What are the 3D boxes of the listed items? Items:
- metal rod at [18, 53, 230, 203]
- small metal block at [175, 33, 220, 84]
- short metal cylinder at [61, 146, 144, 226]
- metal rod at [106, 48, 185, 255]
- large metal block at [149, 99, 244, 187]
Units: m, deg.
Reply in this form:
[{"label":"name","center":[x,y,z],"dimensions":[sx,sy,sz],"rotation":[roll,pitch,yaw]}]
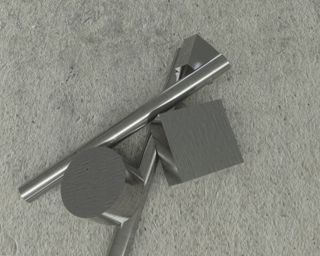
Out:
[{"label":"metal rod","center":[-0.040,-0.003,0.391],"dimensions":[0.301,0.025,0.025],"rotation":[-34,74,-5]},{"label":"small metal block","center":[0.053,-0.093,0.430],"dimensions":[0.050,0.025,0.050],"rotation":[30,67,-32]},{"label":"short metal cylinder","center":[-0.065,0.068,0.357],"dimensions":[0.080,0.050,0.080],"rotation":[-9,62,18]},{"label":"metal rod","center":[-0.009,0.026,0.399],"dimensions":[0.025,0.025,0.299],"rotation":[16,71,6]},{"label":"large metal block","center":[0.042,0.018,0.374],"dimensions":[0.081,0.050,0.080],"rotation":[-15,80,-19]}]
